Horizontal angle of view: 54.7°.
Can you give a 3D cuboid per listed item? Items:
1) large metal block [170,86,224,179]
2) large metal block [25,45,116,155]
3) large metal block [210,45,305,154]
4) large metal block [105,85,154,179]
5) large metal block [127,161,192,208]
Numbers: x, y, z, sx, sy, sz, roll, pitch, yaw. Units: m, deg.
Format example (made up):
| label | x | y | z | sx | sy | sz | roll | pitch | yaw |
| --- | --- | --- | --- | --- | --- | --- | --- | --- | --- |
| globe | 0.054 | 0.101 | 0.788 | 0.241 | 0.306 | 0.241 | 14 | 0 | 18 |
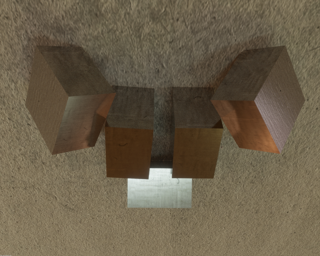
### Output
| label | x | y | z | sx | sy | sz | roll | pitch | yaw |
| --- | --- | --- | --- | --- | --- | --- | --- | --- | --- |
| large metal block | 0.040 | 0.005 | 0.378 | 0.050 | 0.080 | 0.079 | 1 | 130 | -1 |
| large metal block | -0.100 | -0.031 | 0.333 | 0.050 | 0.080 | 0.079 | -11 | 142 | -41 |
| large metal block | 0.111 | -0.031 | 0.340 | 0.050 | 0.080 | 0.080 | 6 | 143 | 46 |
| large metal block | -0.035 | 0.005 | 0.376 | 0.050 | 0.080 | 0.079 | 4 | 130 | -4 |
| large metal block | -0.001 | 0.075 | 0.428 | 0.081 | 0.080 | 0.050 | 1 | 91 | -1 |
